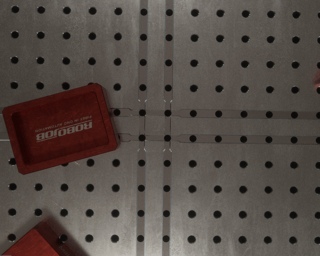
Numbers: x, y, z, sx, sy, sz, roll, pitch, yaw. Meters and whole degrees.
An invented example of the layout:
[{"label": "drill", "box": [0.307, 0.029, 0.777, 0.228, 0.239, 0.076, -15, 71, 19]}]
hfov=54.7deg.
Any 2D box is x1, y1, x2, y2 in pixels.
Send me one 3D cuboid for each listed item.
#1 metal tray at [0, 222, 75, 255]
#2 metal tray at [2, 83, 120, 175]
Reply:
[{"label": "metal tray", "box": [-0.151, 0.203, 0.409, 0.090, 0.030, 0.130, -41, 91, 0]}, {"label": "metal tray", "box": [-0.128, 0.001, 0.409, 0.131, 0.030, 0.089, -15, 90, -1]}]
